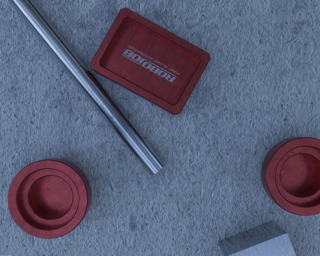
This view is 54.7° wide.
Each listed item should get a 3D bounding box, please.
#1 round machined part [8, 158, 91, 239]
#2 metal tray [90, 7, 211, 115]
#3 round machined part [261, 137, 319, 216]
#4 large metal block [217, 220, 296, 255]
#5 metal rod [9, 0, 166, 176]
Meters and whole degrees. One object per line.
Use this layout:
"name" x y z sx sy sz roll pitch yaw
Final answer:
"round machined part" -0.138 0.087 0.400 0.099 0.042 0.097 0 90 0
"metal tray" -0.012 -0.085 0.407 0.130 0.030 0.090 29 90 0
"round machined part" 0.180 0.060 0.403 0.099 0.042 0.097 0 90 0
"large metal block" 0.131 0.178 0.399 0.080 0.050 0.080 -21 90 0
"metal rod" -0.097 -0.061 0.409 0.025 0.025 0.300 -39 90 0
